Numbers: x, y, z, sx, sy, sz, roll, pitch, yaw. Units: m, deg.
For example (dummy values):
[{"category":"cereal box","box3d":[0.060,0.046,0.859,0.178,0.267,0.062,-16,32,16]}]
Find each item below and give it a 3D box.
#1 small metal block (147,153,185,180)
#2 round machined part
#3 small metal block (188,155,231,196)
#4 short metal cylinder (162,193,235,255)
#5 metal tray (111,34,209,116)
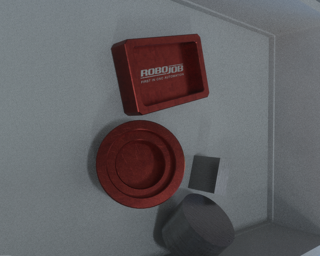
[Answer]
[{"category":"small metal block","box3d":[0.001,0.047,0.409,0.050,0.025,0.050,32,70,-36]},{"category":"round machined part","box3d":[-0.024,0.043,0.359,0.099,0.042,0.098,3,76,-10]},{"category":"small metal block","box3d":[0.072,0.069,0.453,0.025,0.050,0.050,20,78,-39]},{"category":"short metal cylinder","box3d":[0.050,0.134,0.407,0.081,0.080,0.050,11,125,-40]},{"category":"metal tray","box3d":[0.006,-0.073,0.410,0.131,0.030,0.089,-18,102,-39]}]
